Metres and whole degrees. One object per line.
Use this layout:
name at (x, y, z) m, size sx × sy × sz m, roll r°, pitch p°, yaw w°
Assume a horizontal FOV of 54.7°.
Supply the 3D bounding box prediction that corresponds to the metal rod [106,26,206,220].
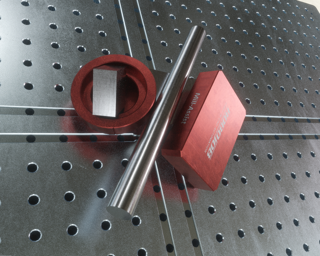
metal rod at (0.010, -0.032, 0.370) m, size 0.025 × 0.025 × 0.300 m, roll 30°, pitch 52°, yaw -9°

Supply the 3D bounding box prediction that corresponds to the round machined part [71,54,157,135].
round machined part at (-0.054, -0.037, 0.375) m, size 0.099 × 0.042 × 0.098 m, roll 1°, pitch 67°, yaw -1°

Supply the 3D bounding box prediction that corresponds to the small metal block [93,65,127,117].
small metal block at (-0.057, -0.044, 0.354) m, size 0.025 × 0.050 × 0.050 m, roll 6°, pitch 17°, yaw 4°

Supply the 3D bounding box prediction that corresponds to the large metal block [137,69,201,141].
large metal block at (0.015, -0.025, 0.417) m, size 0.081 × 0.050 × 0.080 m, roll 9°, pitch 58°, yaw -24°

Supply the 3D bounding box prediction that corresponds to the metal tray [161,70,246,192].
metal tray at (0.061, 0.003, 0.395) m, size 0.090 × 0.030 × 0.130 m, roll 48°, pitch 58°, yaw -37°
